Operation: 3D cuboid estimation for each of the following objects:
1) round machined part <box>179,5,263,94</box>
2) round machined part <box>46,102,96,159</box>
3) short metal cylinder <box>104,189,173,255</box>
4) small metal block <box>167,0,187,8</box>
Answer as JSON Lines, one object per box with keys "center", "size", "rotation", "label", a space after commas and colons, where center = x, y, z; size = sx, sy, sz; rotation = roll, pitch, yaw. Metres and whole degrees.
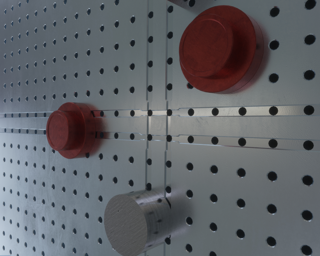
{"center": [0.060, -0.089, 0.348], "size": [0.098, 0.042, 0.097], "rotation": [0, 90, 40], "label": "round machined part"}
{"center": [-0.158, 0.004, 0.529], "size": [0.098, 0.042, 0.097], "rotation": [0, 90, 40], "label": "round machined part"}
{"center": [-0.030, 0.125, 0.418], "size": [0.080, 0.050, 0.080], "rotation": [0, 90, 40], "label": "short metal cylinder"}
{"center": [0.020, -0.182, 0.376], "size": [0.025, 0.050, 0.050], "rotation": [52, 121, 27], "label": "small metal block"}
